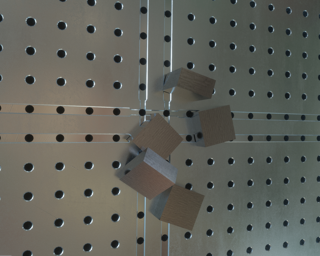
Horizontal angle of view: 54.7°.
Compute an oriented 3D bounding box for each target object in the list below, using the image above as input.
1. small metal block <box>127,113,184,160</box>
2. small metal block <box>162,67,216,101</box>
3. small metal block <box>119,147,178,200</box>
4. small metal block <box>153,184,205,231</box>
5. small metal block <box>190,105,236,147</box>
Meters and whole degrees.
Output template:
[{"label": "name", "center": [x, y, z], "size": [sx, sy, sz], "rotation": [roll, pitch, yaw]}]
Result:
[{"label": "small metal block", "center": [-0.006, 0.015, 0.411], "size": [0.050, 0.025, 0.050], "rotation": [46, 75, -15]}, {"label": "small metal block", "center": [0.038, -0.057, 0.414], "size": [0.050, 0.050, 0.025], "rotation": [17, 85, -20]}, {"label": "small metal block", "center": [-0.014, 0.059, 0.393], "size": [0.050, 0.050, 0.025], "rotation": [38, 36, -17]}, {"label": "small metal block", "center": [0.026, 0.106, 0.424], "size": [0.050, 0.025, 0.050], "rotation": [24, 82, -19]}, {"label": "small metal block", "center": [0.076, -0.003, 0.442], "size": [0.050, 0.025, 0.050], "rotation": [-13, 95, -20]}]
